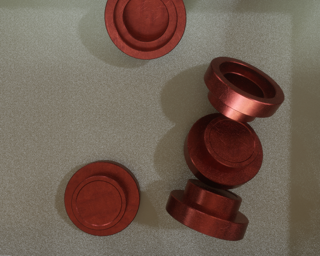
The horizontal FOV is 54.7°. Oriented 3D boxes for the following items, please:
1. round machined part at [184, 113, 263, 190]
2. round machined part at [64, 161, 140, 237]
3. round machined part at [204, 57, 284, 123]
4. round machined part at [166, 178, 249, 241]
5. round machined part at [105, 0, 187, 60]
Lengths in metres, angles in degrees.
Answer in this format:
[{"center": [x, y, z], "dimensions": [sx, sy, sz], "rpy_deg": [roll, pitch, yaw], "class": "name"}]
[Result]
[{"center": [0.082, 0.023, 0.384], "dimensions": [0.099, 0.042, 0.098], "rpy_deg": [5, 63, -9], "class": "round machined part"}, {"center": [-0.075, 0.093, 0.402], "dimensions": [0.099, 0.042, 0.097], "rpy_deg": [0, 90, -1], "class": "round machined part"}, {"center": [0.099, -0.044, 0.386], "dimensions": [0.098, 0.098, 0.042], "rpy_deg": [25, 127, -1], "class": "round machined part"}, {"center": [0.060, 0.093, 0.376], "dimensions": [0.099, 0.098, 0.042], "rpy_deg": [18, 92, -1], "class": "round machined part"}, {"center": [-0.017, -0.139, 0.390], "dimensions": [0.099, 0.042, 0.097], "rpy_deg": [0, 117, 0], "class": "round machined part"}]
